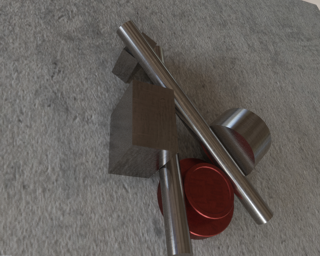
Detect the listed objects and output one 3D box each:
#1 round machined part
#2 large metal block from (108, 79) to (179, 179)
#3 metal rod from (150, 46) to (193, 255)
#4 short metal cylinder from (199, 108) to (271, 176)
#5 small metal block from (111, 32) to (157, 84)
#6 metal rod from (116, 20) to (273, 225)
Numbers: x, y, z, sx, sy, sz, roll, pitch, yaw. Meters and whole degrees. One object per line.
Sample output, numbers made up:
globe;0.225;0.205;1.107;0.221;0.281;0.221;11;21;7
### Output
round machined part;0.050;0.081;0.374;0.099;0.042;0.098;14;56;-21
large metal block;-0.022;0.005;0.357;0.050;0.080;0.080;11;57;-23
metal rod;0.007;0.004;0.388;0.025;0.025;0.299;11;51;-23
short metal cylinder;0.100;0.020;0.414;0.080;0.080;0.050;49;51;5
small metal block;-0.036;-0.097;0.430;0.025;0.050;0.050;39;51;-3
metal rod;0.045;-0.006;0.390;0.025;0.025;0.299;-38;92;-39
